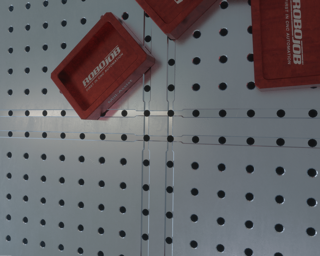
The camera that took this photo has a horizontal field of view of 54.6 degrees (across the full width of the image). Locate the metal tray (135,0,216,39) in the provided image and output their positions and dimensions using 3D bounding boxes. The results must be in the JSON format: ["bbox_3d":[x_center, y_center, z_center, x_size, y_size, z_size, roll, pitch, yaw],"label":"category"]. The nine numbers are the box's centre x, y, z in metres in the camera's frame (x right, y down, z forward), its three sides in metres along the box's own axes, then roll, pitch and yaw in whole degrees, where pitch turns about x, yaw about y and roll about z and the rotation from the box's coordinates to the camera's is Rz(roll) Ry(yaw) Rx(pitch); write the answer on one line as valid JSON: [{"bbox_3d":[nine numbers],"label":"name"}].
[{"bbox_3d":[0.006,-0.194,0.407,0.090,0.030,0.130,-42,77,15],"label":"metal tray"}]

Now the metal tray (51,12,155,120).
[{"bbox_3d":[-0.083,-0.084,0.439,0.130,0.030,0.090,-42,77,15],"label":"metal tray"}]

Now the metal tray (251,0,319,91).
[{"bbox_3d":[0.154,-0.111,0.355,0.090,0.030,0.129,-3,89,20],"label":"metal tray"}]
